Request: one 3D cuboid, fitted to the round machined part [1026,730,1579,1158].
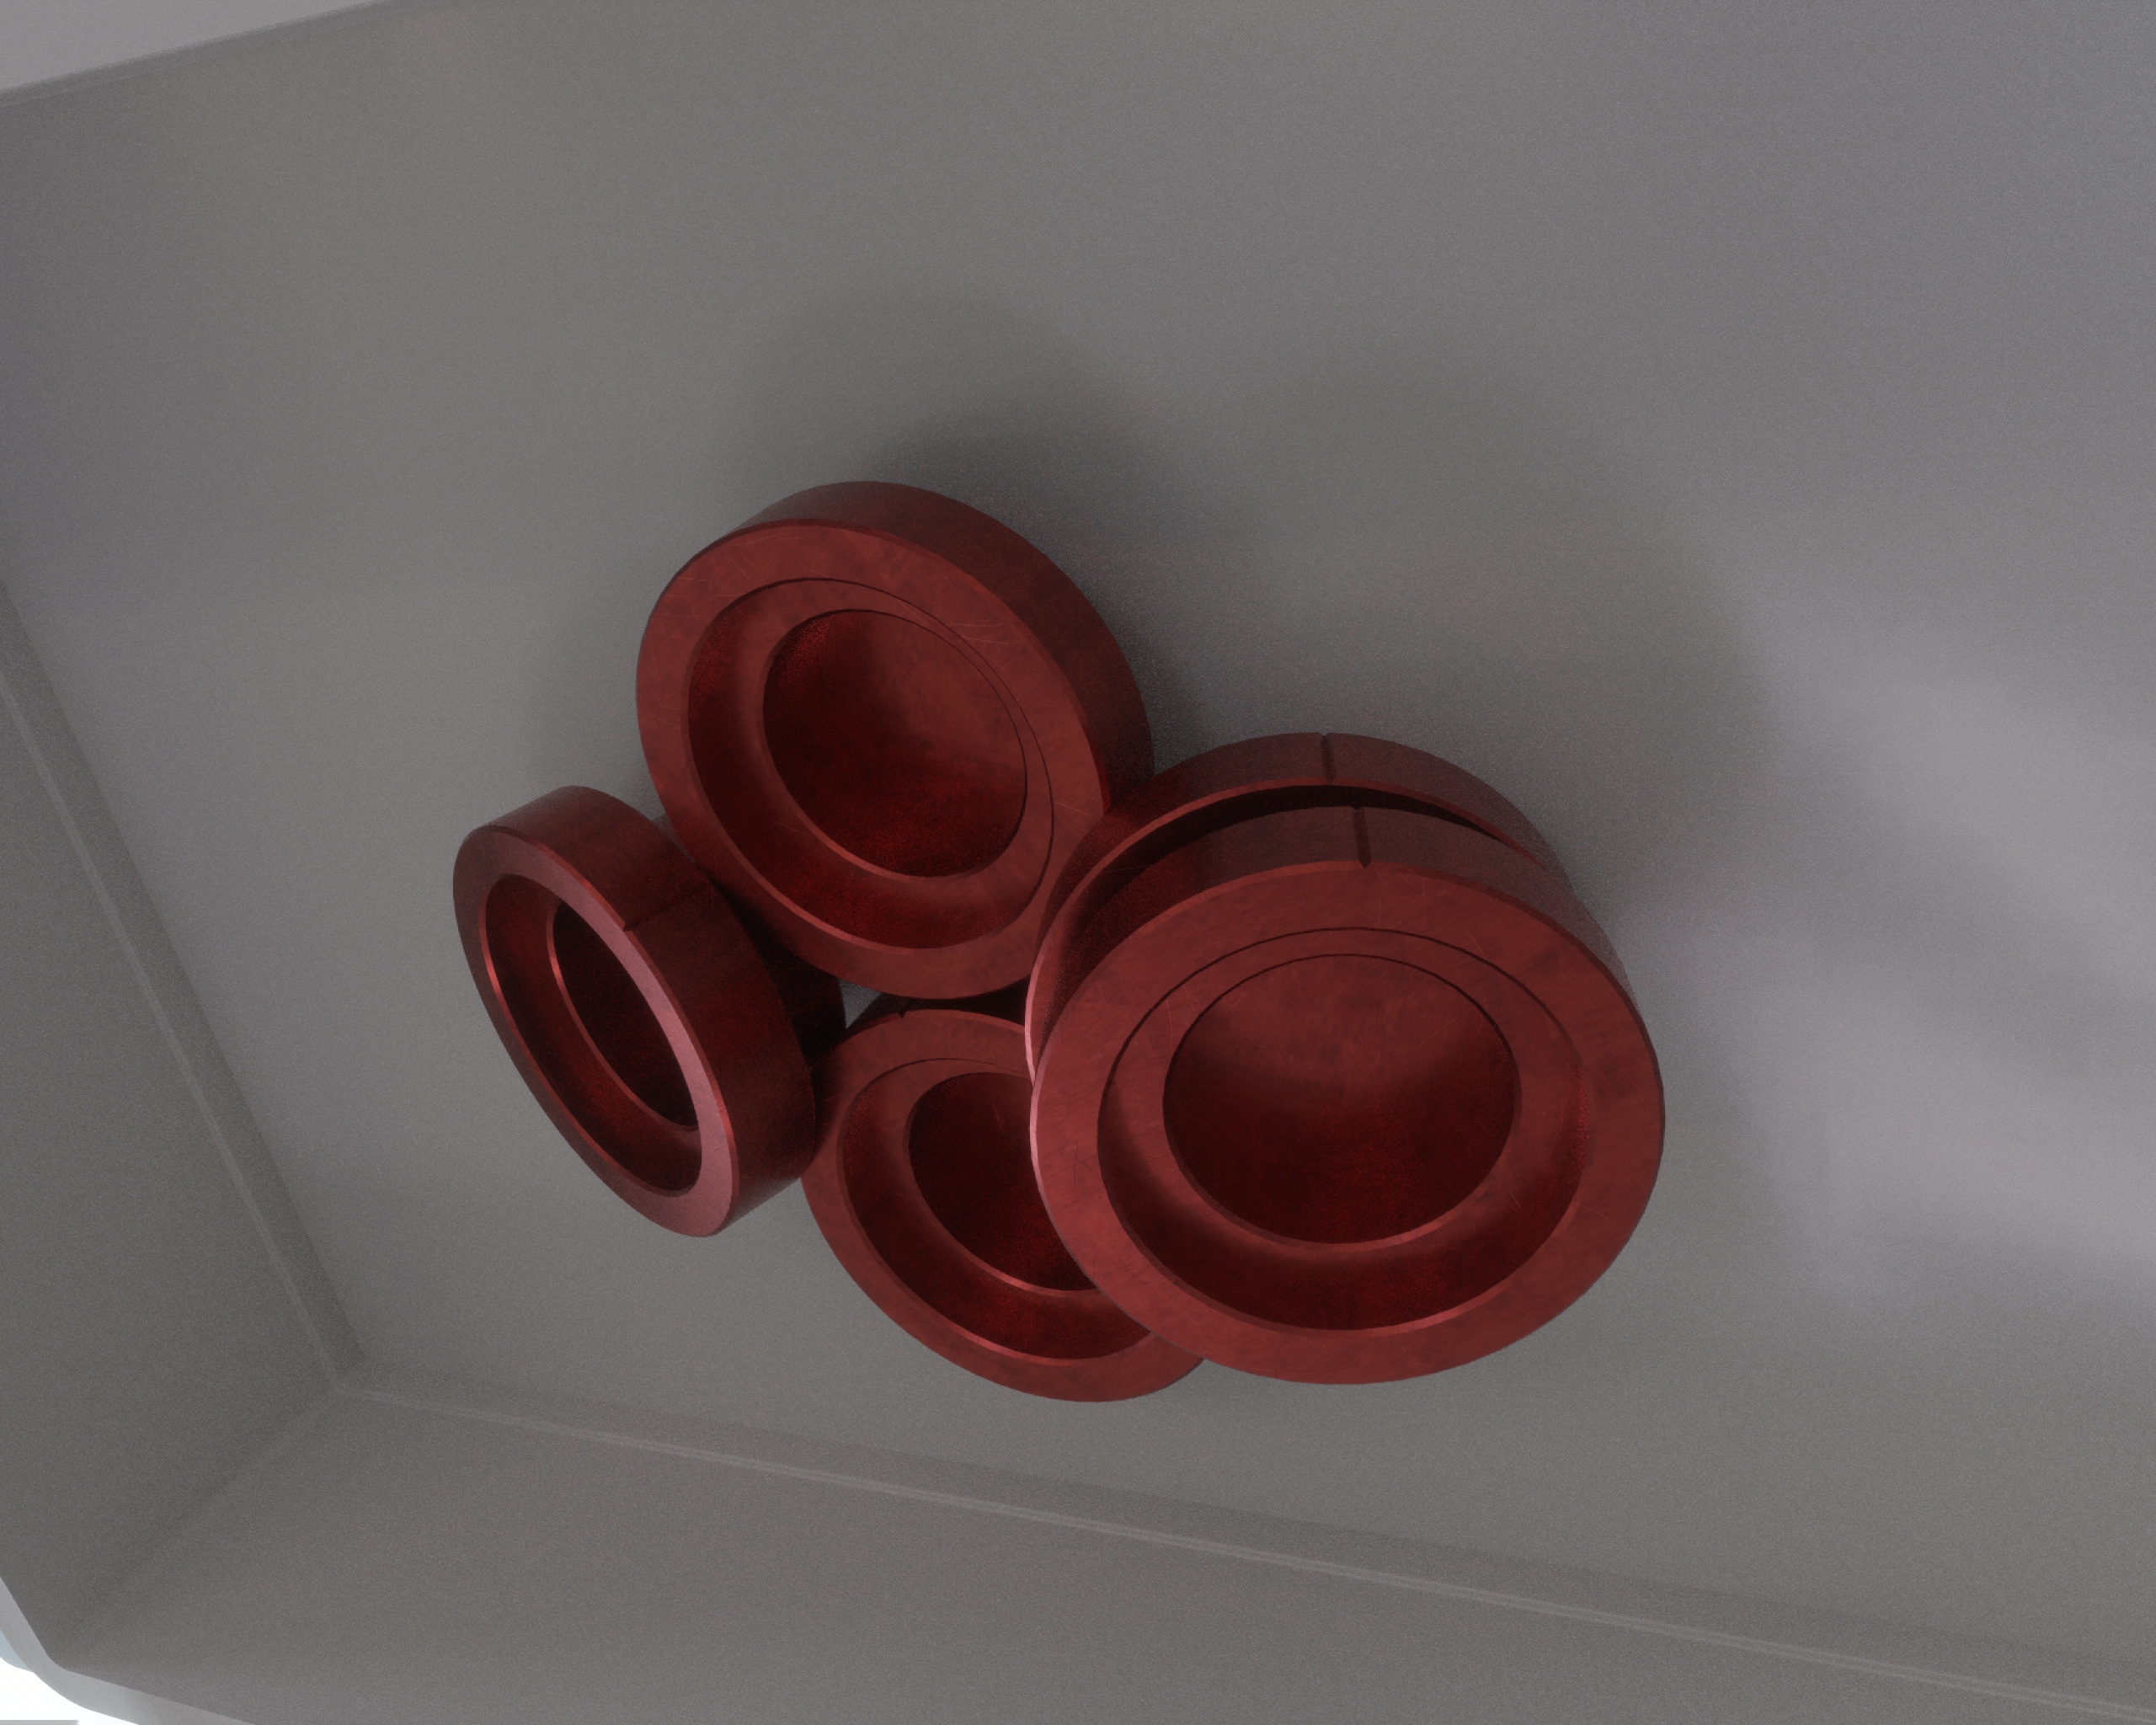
[{"bbox_3d":[0.041,0.021,0.373,0.099,0.042,0.097,1,116,3],"label":"round machined part"}]

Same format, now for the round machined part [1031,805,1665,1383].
[{"bbox_3d":[0.043,0.034,0.344,0.099,0.042,0.097,1,116,3],"label":"round machined part"}]

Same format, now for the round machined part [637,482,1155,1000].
[{"bbox_3d":[-0.030,-0.026,0.395,0.098,0.042,0.097,13,124,21],"label":"round machined part"}]

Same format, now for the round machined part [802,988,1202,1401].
[{"bbox_3d":[-0.006,0.061,0.436,0.098,0.042,0.097,13,124,21],"label":"round machined part"}]

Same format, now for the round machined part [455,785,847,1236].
[{"bbox_3d":[-0.087,0.027,0.445,0.098,0.042,0.097,31,138,34],"label":"round machined part"}]
